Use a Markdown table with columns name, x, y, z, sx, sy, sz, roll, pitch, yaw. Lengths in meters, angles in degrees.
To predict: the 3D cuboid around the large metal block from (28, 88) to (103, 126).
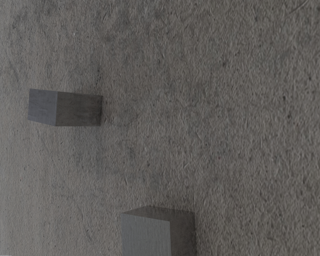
| name | x | y | z | sx | sy | sz | roll | pitch | yaw |
| --- | --- | --- | --- | --- | --- | --- | --- | --- | --- |
| large metal block | -0.151 | -0.032 | 0.494 | 0.080 | 0.081 | 0.050 | 10 | 96 | 39 |

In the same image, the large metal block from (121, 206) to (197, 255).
| name | x | y | z | sx | sy | sz | roll | pitch | yaw |
| --- | --- | --- | --- | --- | --- | --- | --- | --- | --- |
| large metal block | -0.002 | 0.147 | 0.390 | 0.080 | 0.050 | 0.080 | -4 | 87 | 40 |
